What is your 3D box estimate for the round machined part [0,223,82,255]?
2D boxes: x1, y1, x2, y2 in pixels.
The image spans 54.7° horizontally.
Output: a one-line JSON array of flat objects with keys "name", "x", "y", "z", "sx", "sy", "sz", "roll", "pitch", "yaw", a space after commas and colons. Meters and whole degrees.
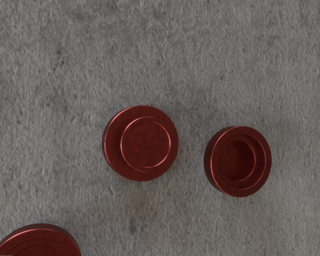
[{"name": "round machined part", "x": -0.140, "y": 0.156, "z": 0.349, "sx": 0.099, "sy": 0.042, "sz": 0.097, "roll": 0, "pitch": 90, "yaw": -21}]

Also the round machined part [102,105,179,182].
[{"name": "round machined part", "x": -0.021, "y": 0.020, "z": 0.393, "sx": 0.099, "sy": 0.042, "sz": 0.097, "roll": 0, "pitch": 90, "yaw": -21}]

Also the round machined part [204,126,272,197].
[{"name": "round machined part", "x": 0.105, "y": 0.046, "z": 0.441, "sx": 0.099, "sy": 0.042, "sz": 0.097, "roll": 0, "pitch": 90, "yaw": -21}]
